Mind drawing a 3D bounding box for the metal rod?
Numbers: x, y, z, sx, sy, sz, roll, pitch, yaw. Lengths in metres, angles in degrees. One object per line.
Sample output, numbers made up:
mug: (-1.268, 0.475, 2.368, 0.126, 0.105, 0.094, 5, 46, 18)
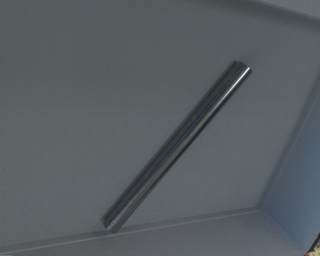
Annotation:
metal rod: (0.021, 0.032, 0.438, 0.025, 0.025, 0.299, 34, 99, -38)
